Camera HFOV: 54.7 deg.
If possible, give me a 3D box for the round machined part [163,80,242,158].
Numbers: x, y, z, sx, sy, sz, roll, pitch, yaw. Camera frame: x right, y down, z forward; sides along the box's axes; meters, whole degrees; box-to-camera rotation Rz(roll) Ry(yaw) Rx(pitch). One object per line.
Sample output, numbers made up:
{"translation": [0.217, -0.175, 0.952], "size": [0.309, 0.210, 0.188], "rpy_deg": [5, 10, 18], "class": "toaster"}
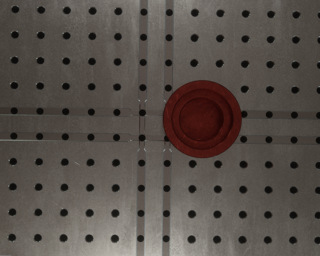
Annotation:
{"translation": [0.053, -0.011, 0.406], "size": [0.099, 0.042, 0.097], "rpy_deg": [0, 90, -1], "class": "round machined part"}
